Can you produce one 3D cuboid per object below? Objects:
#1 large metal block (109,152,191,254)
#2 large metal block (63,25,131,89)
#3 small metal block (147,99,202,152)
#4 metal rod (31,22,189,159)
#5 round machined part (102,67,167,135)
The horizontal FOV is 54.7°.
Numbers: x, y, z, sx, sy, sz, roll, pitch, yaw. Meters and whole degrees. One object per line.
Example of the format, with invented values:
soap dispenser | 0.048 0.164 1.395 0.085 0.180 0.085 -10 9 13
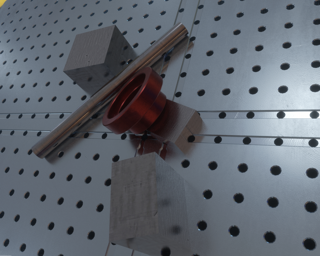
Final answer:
large metal block | -0.009 0.082 0.327 0.050 0.080 0.080 -16 55 19
large metal block | -0.104 -0.118 0.519 0.080 0.050 0.080 -5 60 25
small metal block | 0.018 -0.005 0.402 0.050 0.025 0.050 25 75 36
metal rod | -0.078 -0.059 0.484 0.300 0.025 0.025 -41 51 0
round machined part | -0.030 -0.031 0.414 0.098 0.042 0.098 -40 25 24
